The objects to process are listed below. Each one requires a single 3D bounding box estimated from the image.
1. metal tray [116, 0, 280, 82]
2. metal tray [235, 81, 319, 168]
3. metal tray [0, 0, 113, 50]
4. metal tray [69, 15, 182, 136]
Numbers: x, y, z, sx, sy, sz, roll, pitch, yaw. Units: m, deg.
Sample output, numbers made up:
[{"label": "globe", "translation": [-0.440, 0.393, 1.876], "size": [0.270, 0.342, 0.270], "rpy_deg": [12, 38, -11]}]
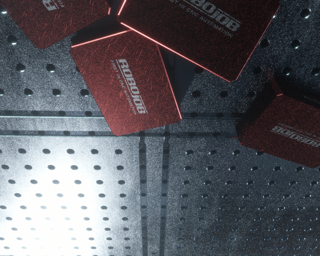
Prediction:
[{"label": "metal tray", "translation": [0.036, -0.112, 0.293], "size": [0.131, 0.030, 0.090], "rpy_deg": [24, 104, -20]}, {"label": "metal tray", "translation": [0.180, 0.000, 0.411], "size": [0.131, 0.030, 0.089], "rpy_deg": [18, 128, -15]}, {"label": "metal tray", "translation": [-0.114, -0.147, 0.281], "size": [0.090, 0.030, 0.130], "rpy_deg": [-22, 127, 17]}, {"label": "metal tray", "translation": [-0.034, -0.054, 0.362], "size": [0.090, 0.030, 0.129], "rpy_deg": [-13, 129, 10]}]
